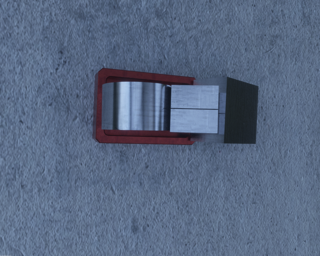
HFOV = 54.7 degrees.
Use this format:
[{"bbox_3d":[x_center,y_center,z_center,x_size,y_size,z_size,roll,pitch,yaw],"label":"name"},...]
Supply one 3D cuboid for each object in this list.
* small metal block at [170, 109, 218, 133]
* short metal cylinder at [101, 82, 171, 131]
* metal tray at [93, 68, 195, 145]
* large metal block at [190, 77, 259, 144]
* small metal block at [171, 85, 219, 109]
[{"bbox_3d":[0.039,-0.007,0.355,0.050,0.050,0.025,2,88,6],"label":"small metal block"},{"bbox_3d":[-0.026,-0.023,0.358,0.081,0.080,0.050,1,90,-20],"label":"short metal cylinder"},{"bbox_3d":[-0.018,-0.025,0.401,0.131,0.030,0.089,2,89,-20],"label":"metal tray"},{"bbox_3d":[0.088,-0.020,0.414,0.081,0.050,0.080,4,89,-46],"label":"large metal block"},{"bbox_3d":[0.040,-0.032,0.356,0.050,0.050,0.025,2,88,6],"label":"small metal block"}]
